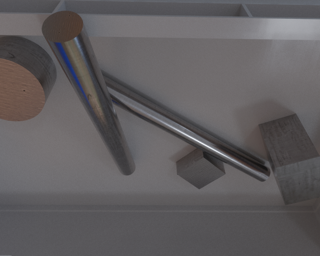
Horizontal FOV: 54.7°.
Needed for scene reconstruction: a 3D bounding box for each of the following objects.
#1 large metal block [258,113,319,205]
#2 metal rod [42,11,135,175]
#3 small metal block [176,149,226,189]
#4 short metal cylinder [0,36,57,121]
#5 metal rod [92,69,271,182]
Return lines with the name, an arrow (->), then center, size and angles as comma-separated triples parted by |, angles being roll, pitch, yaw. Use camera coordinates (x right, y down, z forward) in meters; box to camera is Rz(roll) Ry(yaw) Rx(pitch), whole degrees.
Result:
large metal block -> 0.174, 0.042, 0.411 | 0.050, 0.080, 0.080 | -18, 128, 14
metal rod -> -0.054, -0.002, 0.324 | 0.025, 0.025, 0.299 | -2, 156, 1
small metal block -> 0.060, 0.059, 0.461 | 0.050, 0.025, 0.050 | -37, 121, 27
short metal cylinder -> -0.162, -0.054, 0.344 | 0.081, 0.050, 0.079 | 0, 130, 0
metal rod -> 0.035, 0.005, 0.413 | 0.301, 0.025, 0.025 | 28, 125, -22
